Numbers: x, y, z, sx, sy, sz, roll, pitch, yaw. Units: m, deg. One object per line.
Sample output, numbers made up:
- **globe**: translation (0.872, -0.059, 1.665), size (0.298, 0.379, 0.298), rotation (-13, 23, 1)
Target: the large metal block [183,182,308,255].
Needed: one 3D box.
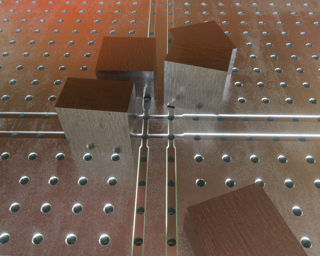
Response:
- **large metal block**: translation (0.077, 0.110, 0.300), size (0.081, 0.050, 0.080), rotation (-16, 52, -13)

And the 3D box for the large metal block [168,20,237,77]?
- **large metal block**: translation (0.064, -0.122, 0.494), size (0.081, 0.050, 0.080), rotation (-14, 52, -12)

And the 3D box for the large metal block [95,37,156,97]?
- **large metal block**: translation (-0.048, -0.093, 0.470), size (0.080, 0.050, 0.080), rotation (1, 50, 1)

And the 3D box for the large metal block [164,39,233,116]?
- **large metal block**: translation (0.051, -0.070, 0.431), size (0.080, 0.080, 0.050), rotation (12, 51, 10)

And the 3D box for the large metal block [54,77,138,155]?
- **large metal block**: translation (-0.073, -0.013, 0.383), size (0.080, 0.080, 0.050), rotation (4, 50, 4)
